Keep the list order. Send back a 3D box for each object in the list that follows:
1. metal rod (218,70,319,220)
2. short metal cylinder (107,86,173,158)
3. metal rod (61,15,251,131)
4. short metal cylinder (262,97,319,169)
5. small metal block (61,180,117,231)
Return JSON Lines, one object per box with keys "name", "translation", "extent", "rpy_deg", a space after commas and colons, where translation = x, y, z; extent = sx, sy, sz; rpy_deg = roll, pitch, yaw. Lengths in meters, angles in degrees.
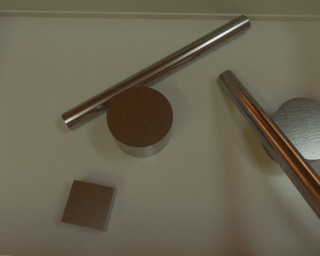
{"name": "metal rod", "translation": [0.137, 0.029, 0.337], "extent": [0.025, 0.025, 0.300], "rpy_deg": [-17, 47, -7]}
{"name": "short metal cylinder", "translation": [-0.024, -0.006, 0.398], "extent": [0.081, 0.050, 0.080], "rpy_deg": [0, 70, 0]}
{"name": "metal rod", "translation": [0.002, -0.083, 0.440], "extent": [0.301, 0.025, 0.025], "rpy_deg": [-31, 73, -11]}
{"name": "short metal cylinder", "translation": [0.177, 0.008, 0.396], "extent": [0.081, 0.050, 0.080], "rpy_deg": [0, 70, 0]}
{"name": "small metal block", "translation": [-0.084, 0.094, 0.374], "extent": [0.050, 0.025, 0.050], "rpy_deg": [11, 70, 3]}
